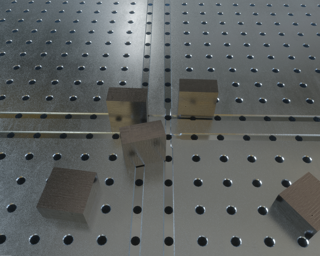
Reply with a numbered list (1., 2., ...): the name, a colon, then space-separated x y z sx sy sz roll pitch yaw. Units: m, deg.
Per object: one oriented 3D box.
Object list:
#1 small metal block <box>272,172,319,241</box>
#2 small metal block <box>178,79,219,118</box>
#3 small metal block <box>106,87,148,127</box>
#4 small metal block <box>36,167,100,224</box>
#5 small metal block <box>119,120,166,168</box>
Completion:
1. small metal block: 0.163 0.084 0.339 0.050 0.025 0.050 -28 56 -22
2. small metal block: 0.051 -0.040 0.426 0.050 0.050 0.025 2 50 1
3. small metal block: -0.042 -0.027 0.413 0.050 0.050 0.025 2 50 1
4. small metal block: -0.100 0.074 0.344 0.050 0.025 0.050 7 50 5
5. small metal block: -0.020 0.020 0.374 0.050 0.050 0.025 -11 51 -9
